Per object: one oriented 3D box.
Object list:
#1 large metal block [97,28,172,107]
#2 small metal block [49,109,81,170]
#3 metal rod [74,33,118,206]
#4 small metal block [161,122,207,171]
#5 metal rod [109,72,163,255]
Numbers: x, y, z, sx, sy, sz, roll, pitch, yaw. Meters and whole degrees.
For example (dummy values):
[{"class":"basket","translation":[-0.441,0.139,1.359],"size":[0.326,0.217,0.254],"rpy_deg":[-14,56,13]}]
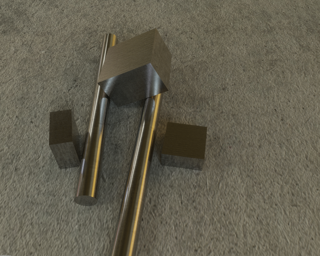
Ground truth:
[{"class":"large metal block","translation":[-0.033,-0.084,0.436],"size":[0.080,0.050,0.080],"rpy_deg":[-16,45,23]},{"class":"small metal block","translation":[-0.114,0.014,0.374],"size":[0.025,0.050,0.050],"rpy_deg":[-9,51,-8]},{"class":"metal rod","translation":[-0.082,-0.036,0.432],"size":[0.025,0.025,0.300],"rpy_deg":[0,50,-1]},{"class":"small metal block","translation":[0.030,0.022,0.385],"size":[0.050,0.025,0.050],"rpy_deg":[7,50,5]},{"class":"metal rod","translation":[-0.020,0.022,0.384],"size":[0.025,0.025,0.300],"rpy_deg":[6,50,4]}]
